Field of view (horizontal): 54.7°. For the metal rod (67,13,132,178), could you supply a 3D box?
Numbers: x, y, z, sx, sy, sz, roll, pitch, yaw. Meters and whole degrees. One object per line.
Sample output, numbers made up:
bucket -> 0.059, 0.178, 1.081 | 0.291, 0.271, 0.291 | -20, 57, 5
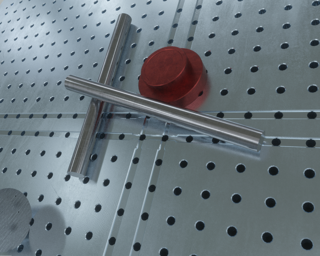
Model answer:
metal rod -> -0.090, -0.067, 0.494 | 0.025, 0.025, 0.299 | -3, 60, 26

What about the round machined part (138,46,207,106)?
round machined part -> 0.013, -0.076, 0.436 | 0.098, 0.042, 0.098 | -13, 56, 20

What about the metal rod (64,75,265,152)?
metal rod -> -0.014, -0.028, 0.411 | 0.300, 0.025, 0.025 | 19, 72, 28

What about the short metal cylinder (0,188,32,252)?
short metal cylinder -> -0.221, 0.122, 0.411 | 0.050, 0.080, 0.080 | -10, 58, 23
